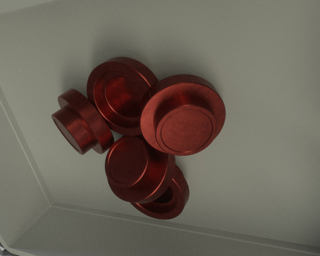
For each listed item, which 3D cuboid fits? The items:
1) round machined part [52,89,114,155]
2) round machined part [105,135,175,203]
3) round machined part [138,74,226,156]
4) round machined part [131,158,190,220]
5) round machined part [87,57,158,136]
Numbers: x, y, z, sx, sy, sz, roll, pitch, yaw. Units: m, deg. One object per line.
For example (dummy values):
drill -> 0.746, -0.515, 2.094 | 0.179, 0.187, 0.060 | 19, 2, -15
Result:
round machined part -> -0.110, -0.002, 0.424 | 0.098, 0.042, 0.098 | 41, 156, 23
round machined part -> -0.033, 0.047, 0.405 | 0.098, 0.098, 0.042 | -6, 159, 31
round machined part -> 0.026, -0.007, 0.348 | 0.099, 0.042, 0.097 | -4, 125, -6
round machined part -> -0.003, 0.081, 0.447 | 0.098, 0.042, 0.097 | 13, 124, 21
round machined part -> -0.039, -0.042, 0.389 | 0.098, 0.042, 0.097 | 13, 124, 21
